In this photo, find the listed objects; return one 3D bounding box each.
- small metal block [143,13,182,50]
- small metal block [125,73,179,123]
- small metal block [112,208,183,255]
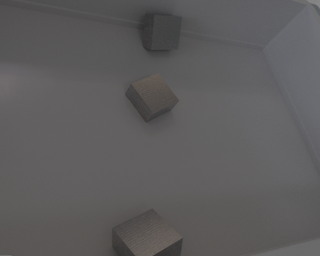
[{"bbox_3d":[0.004,-0.149,0.479,0.050,0.050,0.025,-10,29,-32],"label":"small metal block"},{"bbox_3d":[-0.011,-0.042,0.425,0.050,0.025,0.050,-29,78,-37],"label":"small metal block"},{"bbox_3d":[-0.013,0.115,0.312,0.050,0.025,0.050,-17,35,-35],"label":"small metal block"}]
